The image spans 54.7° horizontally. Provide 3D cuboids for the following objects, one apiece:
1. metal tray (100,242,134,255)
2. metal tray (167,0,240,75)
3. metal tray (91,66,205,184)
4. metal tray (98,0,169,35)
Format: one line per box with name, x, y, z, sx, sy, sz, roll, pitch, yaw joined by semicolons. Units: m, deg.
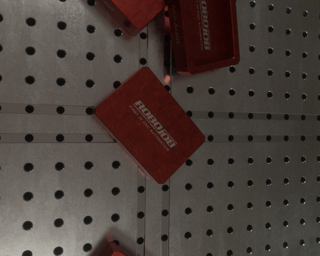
metal tray;-0.065;0.223;0.386;0.090;0.030;0.130;42;76;-16
metal tray;0.059;-0.143;0.412;0.091;0.030;0.129;-18;109;-27
metal tray;-0.013;-0.003;0.406;0.090;0.030;0.130;-44;104;-15
metal tray;-0.046;-0.196;0.393;0.130;0.030;0.090;45;76;-15
